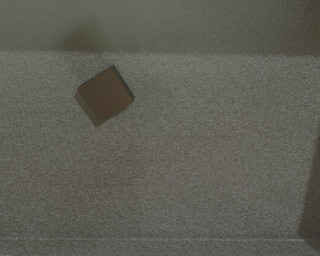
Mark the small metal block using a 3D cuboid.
[{"bbox_3d":[-0.067,-0.045,0.394,0.050,0.025,0.050,-29,108,10],"label":"small metal block"}]
